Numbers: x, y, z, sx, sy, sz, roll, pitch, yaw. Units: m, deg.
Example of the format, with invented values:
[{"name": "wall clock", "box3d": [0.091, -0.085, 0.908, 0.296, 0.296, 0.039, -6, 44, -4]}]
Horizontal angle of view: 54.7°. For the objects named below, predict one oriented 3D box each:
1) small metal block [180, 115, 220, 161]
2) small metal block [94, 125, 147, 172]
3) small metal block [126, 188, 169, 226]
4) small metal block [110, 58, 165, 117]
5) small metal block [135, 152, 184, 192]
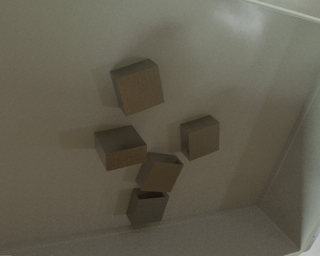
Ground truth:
[{"name": "small metal block", "box3d": [0.058, 0.014, 0.451, 0.050, 0.025, 0.050, -18, 126, -18]}, {"name": "small metal block", "box3d": [-0.049, 0.023, 0.381, 0.050, 0.050, 0.025, -11, 124, -23]}, {"name": "small metal block", "box3d": [-0.019, 0.118, 0.473, 0.050, 0.025, 0.050, 1, 118, -30]}, {"name": "small metal block", "box3d": [-0.026, -0.048, 0.366, 0.050, 0.025, 0.050, -22, 127, -16]}, {"name": "small metal block", "box3d": [-0.001, 0.065, 0.450, 0.050, 0.025, 0.050, 11, 113, -33]}]
